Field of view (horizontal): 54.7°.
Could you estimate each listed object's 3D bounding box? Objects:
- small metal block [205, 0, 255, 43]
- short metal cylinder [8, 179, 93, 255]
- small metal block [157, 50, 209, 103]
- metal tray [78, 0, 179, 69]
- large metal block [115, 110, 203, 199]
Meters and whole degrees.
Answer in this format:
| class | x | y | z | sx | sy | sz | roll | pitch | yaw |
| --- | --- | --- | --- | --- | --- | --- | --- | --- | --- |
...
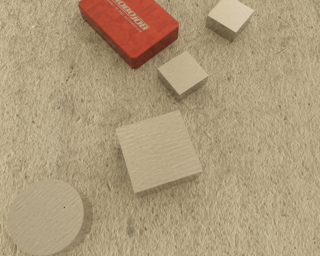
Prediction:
| class | x | y | z | sx | sy | sz | roll | pitch | yaw |
| --- | --- | --- | --- | --- | --- | --- | --- | --- | --- |
| small metal block | 0.105 | -0.166 | 0.469 | 0.050 | 0.025 | 0.050 | 36 | 74 | 12 |
| short metal cylinder | -0.122 | 0.103 | 0.356 | 0.081 | 0.050 | 0.080 | 0 | 70 | 0 |
| small metal block | 0.031 | -0.072 | 0.435 | 0.050 | 0.025 | 0.050 | -34 | 74 | -12 |
| metal tray | -0.046 | -0.161 | 0.464 | 0.090 | 0.030 | 0.130 | -40 | 75 | -13 |
| large metal block | -0.002 | 0.033 | 0.383 | 0.081 | 0.050 | 0.080 | -17 | 71 | -6 |
